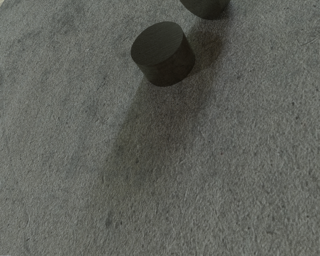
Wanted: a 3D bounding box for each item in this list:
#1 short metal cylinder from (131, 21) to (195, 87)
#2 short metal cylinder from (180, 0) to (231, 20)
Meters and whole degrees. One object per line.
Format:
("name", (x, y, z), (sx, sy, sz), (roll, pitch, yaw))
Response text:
("short metal cylinder", (0.005, -0.107, 0.451), (0.080, 0.050, 0.080), (-13, 56, 21))
("short metal cylinder", (0.070, -0.209, 0.460), (0.080, 0.080, 0.050), (28, 77, 37))
